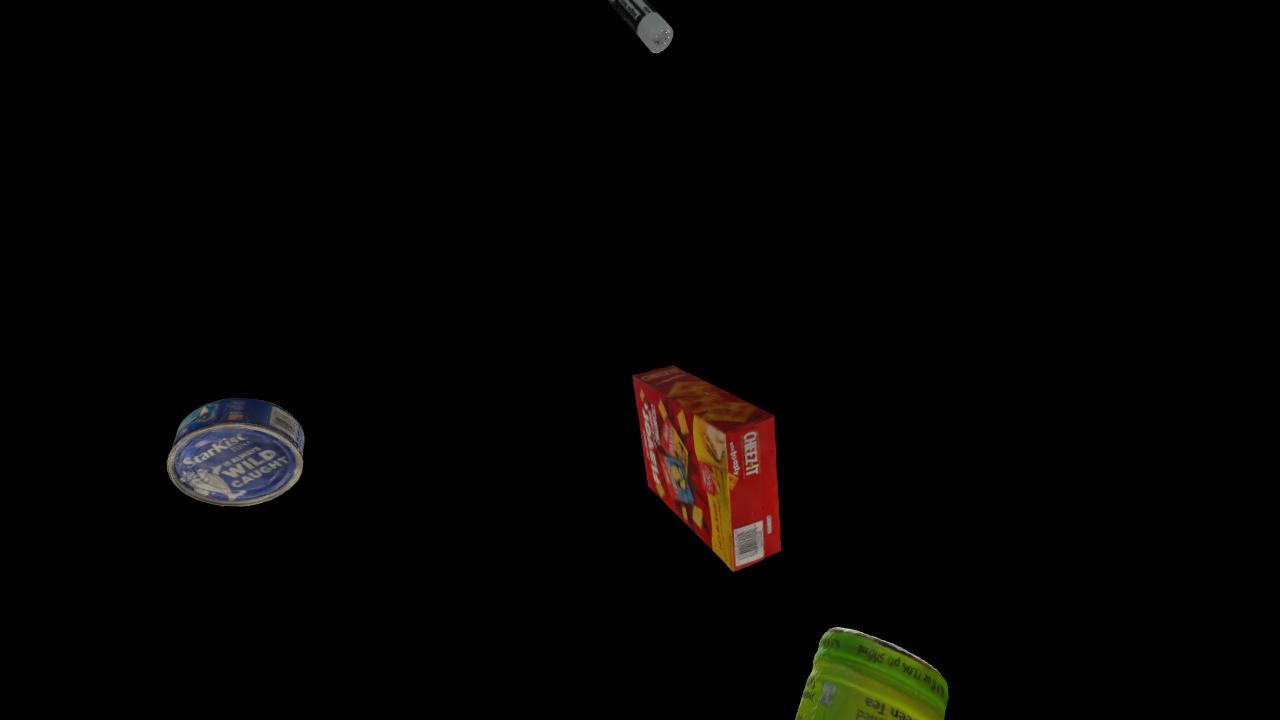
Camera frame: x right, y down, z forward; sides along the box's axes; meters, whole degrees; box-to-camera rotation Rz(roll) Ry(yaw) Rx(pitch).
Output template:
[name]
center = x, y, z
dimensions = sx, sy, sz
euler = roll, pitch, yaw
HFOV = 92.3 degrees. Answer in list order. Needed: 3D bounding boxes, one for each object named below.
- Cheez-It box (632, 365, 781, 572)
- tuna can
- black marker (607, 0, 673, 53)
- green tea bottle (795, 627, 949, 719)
[Cheez-It box]
center = 0.072, 0.114, 0.726
dimensions = 0.071, 0.166, 0.223
euler = -14, 19, -22
[tuna can]
center = -0.298, 0.068, 0.459
dimensions = 0.084, 0.084, 0.034
euler = 0, 37, -24
[black marker]
center = -0.019, -0.251, 0.412
dimensions = 0.020, 0.121, 0.020
euler = -31, -19, -12
[green tea bottle]
center = 0.092, 0.246, 0.297
dimensions = 0.073, 0.212, 0.073
euler = 21, -27, 11
